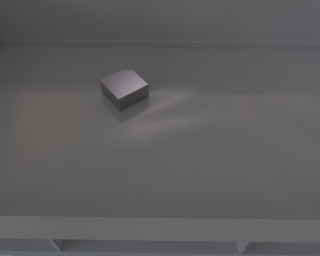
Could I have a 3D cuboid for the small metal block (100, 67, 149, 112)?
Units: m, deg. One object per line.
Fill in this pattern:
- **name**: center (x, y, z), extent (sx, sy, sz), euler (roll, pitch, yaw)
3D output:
- **small metal block**: center (-0.052, -0.058, 0.454), extent (0.050, 0.025, 0.050), euler (-30, 56, -23)
